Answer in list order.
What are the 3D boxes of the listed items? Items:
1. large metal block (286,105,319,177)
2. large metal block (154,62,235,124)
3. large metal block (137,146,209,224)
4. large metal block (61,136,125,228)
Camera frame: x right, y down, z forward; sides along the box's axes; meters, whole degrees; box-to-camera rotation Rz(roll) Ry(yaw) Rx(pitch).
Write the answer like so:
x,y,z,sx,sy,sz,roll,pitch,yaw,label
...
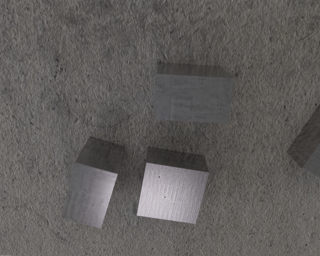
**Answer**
x,y,z,sx,sy,sz,roll,pitch,yaw,label
0.232,0.025,0.408,0.080,0.050,0.080,25,108,-9,large metal block
0.035,-0.044,0.364,0.081,0.080,0.050,3,110,-1,large metal block
0.016,0.078,0.425,0.081,0.050,0.079,9,110,-4,large metal block
-0.085,0.068,0.405,0.050,0.080,0.079,17,109,-6,large metal block
